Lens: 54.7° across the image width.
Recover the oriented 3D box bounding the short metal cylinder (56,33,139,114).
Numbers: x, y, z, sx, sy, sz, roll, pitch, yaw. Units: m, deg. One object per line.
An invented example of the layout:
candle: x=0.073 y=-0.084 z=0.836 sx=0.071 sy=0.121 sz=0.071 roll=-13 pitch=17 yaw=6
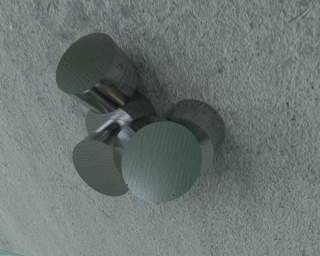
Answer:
short metal cylinder: x=-0.073 y=-0.063 z=0.362 sx=0.080 sy=0.080 sz=0.050 roll=0 pitch=157 yaw=28

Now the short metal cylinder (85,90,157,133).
short metal cylinder: x=-0.051 y=-0.007 z=0.412 sx=0.080 sy=0.050 sz=0.079 roll=13 pitch=124 yaw=20

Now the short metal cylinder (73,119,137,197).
short metal cylinder: x=-0.058 y=0.036 z=0.378 sx=0.080 sy=0.050 sz=0.079 roll=13 pitch=124 yaw=20

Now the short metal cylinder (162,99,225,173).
short metal cylinder: x=0.034 y=0.011 z=0.379 sx=0.080 sy=0.050 sz=0.079 roll=13 pitch=124 yaw=20

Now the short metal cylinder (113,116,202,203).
short metal cylinder: x=-0.004 y=0.030 z=0.318 sx=0.080 sy=0.080 sz=0.050 roll=61 pitch=169 yaw=-16
